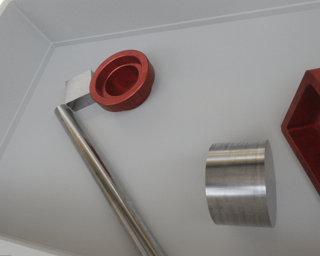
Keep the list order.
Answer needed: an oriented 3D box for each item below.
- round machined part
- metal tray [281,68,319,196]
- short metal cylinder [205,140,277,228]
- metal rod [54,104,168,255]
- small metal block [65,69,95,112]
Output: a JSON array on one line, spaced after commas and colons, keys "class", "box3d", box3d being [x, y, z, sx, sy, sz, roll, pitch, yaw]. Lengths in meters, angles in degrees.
[{"class": "round machined part", "box3d": [-0.052, -0.065, 0.460, 0.098, 0.042, 0.098, -13, 56, 20]}, {"class": "metal tray", "box3d": [0.158, 0.021, 0.265, 0.030, 0.090, 0.130, -12, 54, -6]}, {"class": "short metal cylinder", "box3d": [0.080, 0.053, 0.296, 0.050, 0.080, 0.080, -5, 59, 25]}, {"class": "metal rod", "box3d": [-0.079, 0.057, 0.410, 0.025, 0.025, 0.300, -42, 51, -1]}, {"class": "small metal block", "box3d": [-0.126, -0.061, 0.507, 0.050, 0.025, 0.050, -22, 54, 14]}]
